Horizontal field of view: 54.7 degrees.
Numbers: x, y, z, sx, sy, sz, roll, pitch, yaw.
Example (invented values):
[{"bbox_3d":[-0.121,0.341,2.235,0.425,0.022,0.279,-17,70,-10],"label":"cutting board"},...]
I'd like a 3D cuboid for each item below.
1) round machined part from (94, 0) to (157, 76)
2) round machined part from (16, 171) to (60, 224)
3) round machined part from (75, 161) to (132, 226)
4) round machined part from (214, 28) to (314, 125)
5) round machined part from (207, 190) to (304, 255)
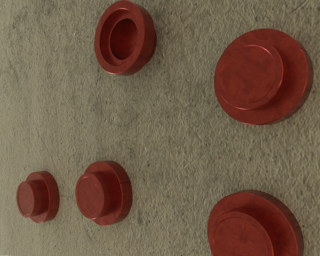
[{"bbox_3d":[-0.044,-0.121,0.430,0.098,0.042,0.097,0,90,40],"label":"round machined part"},{"bbox_3d":[-0.238,0.133,0.591,0.098,0.042,0.097,0,90,40],"label":"round machined part"},{"bbox_3d":[-0.091,0.100,0.469,0.098,0.042,0.097,0,90,40],"label":"round machined part"},{"bbox_3d":[0.097,-0.052,0.314,0.098,0.042,0.097,0,90,40],"label":"round machined part"},{"bbox_3d":[0.091,0.116,0.319,0.098,0.042,0.097,0,90,40],"label":"round machined part"}]
